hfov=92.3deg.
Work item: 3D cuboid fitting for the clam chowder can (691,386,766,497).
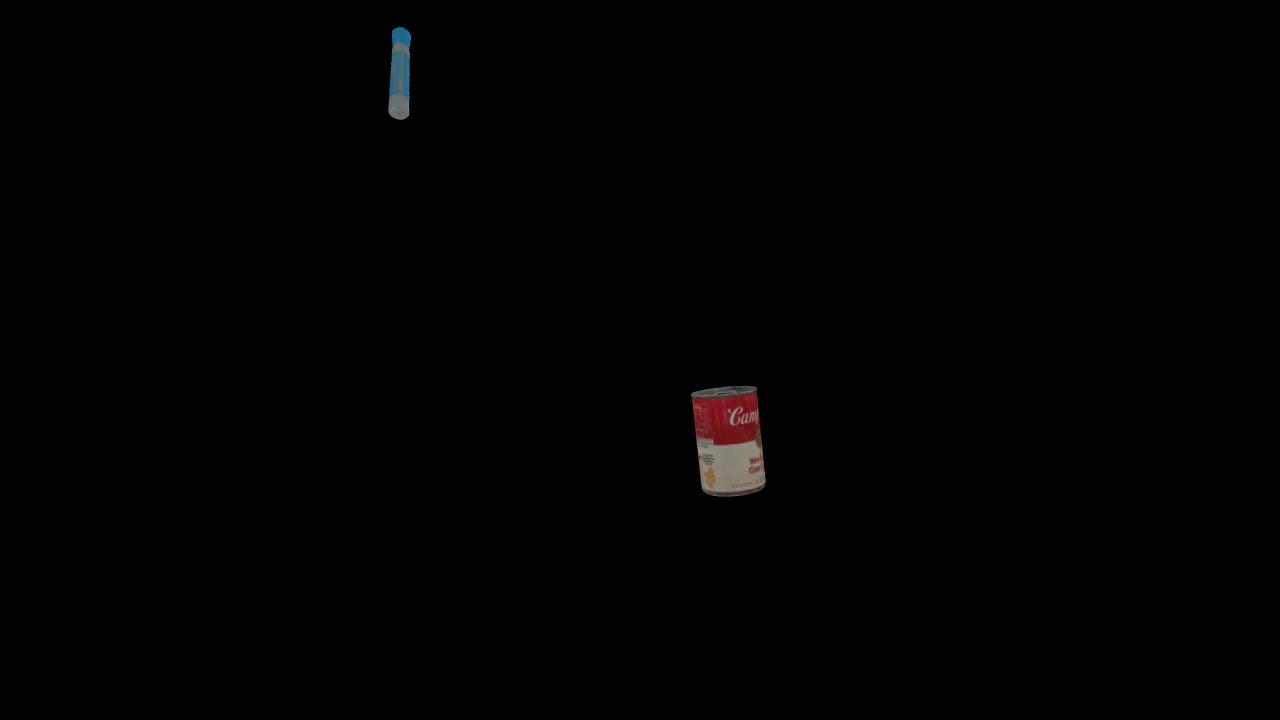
[{"bbox_3d":[0.091,0.081,0.630,0.068,0.102,0.068,-6,3,0],"label":"clam chowder can"}]

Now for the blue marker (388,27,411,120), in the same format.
[{"bbox_3d":[-0.242,-0.292,0.620,0.020,0.121,0.020,-8,-26,-4],"label":"blue marker"}]
